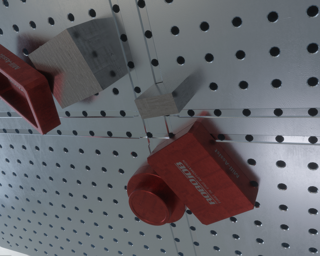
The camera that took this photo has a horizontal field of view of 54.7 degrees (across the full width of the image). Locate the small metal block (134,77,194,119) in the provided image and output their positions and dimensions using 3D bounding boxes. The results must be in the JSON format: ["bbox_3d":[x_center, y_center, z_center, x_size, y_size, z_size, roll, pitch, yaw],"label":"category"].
[{"bbox_3d":[0.006,-0.036,0.370,0.050,0.050,0.025,-8,115,31],"label":"small metal block"}]

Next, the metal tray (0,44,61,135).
[{"bbox_3d":[-0.201,-0.057,0.442,0.130,0.030,0.089,33,144,27],"label":"metal tray"}]

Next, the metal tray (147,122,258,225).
[{"bbox_3d":[0.056,0.065,0.419,0.130,0.030,0.090,49,129,-7],"label":"metal tray"}]

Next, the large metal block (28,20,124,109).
[{"bbox_3d":[-0.108,-0.081,0.402,0.080,0.050,0.080,-17,109,35],"label":"large metal block"}]

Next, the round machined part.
[{"bbox_3d":[-0.008,0.109,0.472,0.098,0.042,0.097,13,124,20],"label":"round machined part"}]
